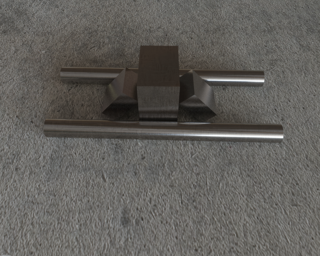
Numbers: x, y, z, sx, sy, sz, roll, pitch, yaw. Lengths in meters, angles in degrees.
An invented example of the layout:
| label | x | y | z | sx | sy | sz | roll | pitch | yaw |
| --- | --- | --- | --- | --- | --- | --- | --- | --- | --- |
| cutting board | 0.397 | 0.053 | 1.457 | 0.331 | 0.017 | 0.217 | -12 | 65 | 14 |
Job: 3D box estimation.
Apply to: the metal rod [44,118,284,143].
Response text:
| label | x | y | z | sx | sy | sz | roll | pitch | yaw |
| --- | --- | --- | --- | --- | --- | --- | --- | --- | --- |
| metal rod | 0.004 | 0.003 | 0.402 | 0.302 | 0.025 | 0.025 | 1 | 50 | 0 |

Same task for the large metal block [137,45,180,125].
| label | x | y | z | sx | sy | sz | roll | pitch | yaw |
| --- | --- | --- | --- | --- | --- | --- | --- | --- | --- |
| large metal block | -0.002 | -0.054 | 0.417 | 0.050 | 0.080 | 0.080 | 1 | 50 | 0 |

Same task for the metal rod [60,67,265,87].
| label | x | y | z | sx | sy | sz | roll | pitch | yaw |
| --- | --- | --- | --- | --- | --- | --- | --- | --- | --- |
| metal rod | 0.004 | -0.078 | 0.470 | 0.302 | 0.025 | 0.025 | 1 | 50 | 0 |

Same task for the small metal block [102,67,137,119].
| label | x | y | z | sx | sy | sz | roll | pitch | yaw |
| --- | --- | --- | --- | --- | --- | --- | --- | --- | --- |
| small metal block | -0.053 | -0.046 | 0.425 | 0.025 | 0.050 | 0.050 | 28 | 43 | -29 |

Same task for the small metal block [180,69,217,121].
| label | x | y | z | sx | sy | sz | roll | pitch | yaw |
| --- | --- | --- | --- | --- | --- | --- | --- | --- | --- |
| small metal block | 0.051 | -0.043 | 0.424 | 0.025 | 0.050 | 0.050 | -30 | 41 | 31 |
